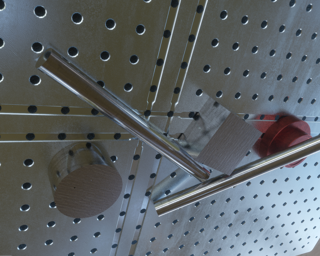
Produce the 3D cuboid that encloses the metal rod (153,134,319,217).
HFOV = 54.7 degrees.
[{"bbox_3d":[0.134,0.073,0.494,0.301,0.025,0.025,-21,128,-2],"label":"metal rod"}]

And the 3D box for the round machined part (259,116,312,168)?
[{"bbox_3d":[0.227,0.031,0.543,0.099,0.042,0.097,-14,124,-21],"label":"round machined part"}]

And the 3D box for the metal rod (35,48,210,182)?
[{"bbox_3d":[-0.023,0.003,0.400,0.025,0.025,0.301,-48,129,5],"label":"metal rod"}]

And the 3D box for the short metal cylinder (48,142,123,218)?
[{"bbox_3d":[-0.093,0.064,0.384,0.081,0.050,0.079,-14,124,-21],"label":"short metal cylinder"}]

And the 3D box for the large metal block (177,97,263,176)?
[{"bbox_3d":[0.087,0.014,0.451,0.080,0.050,0.080,26,104,-37],"label":"large metal block"}]
